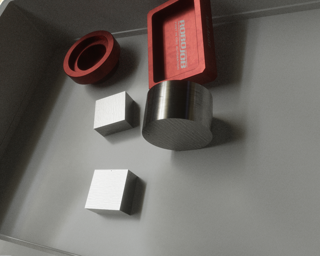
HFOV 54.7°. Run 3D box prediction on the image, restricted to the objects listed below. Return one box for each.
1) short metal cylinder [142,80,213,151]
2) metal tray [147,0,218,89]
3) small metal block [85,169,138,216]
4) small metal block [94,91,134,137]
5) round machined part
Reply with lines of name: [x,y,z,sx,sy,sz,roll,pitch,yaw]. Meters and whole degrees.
short metal cylinder: [0.022,-0.012,0.366,0.080,0.080,0.050,-8,59,24]
metal tray: [0.027,-0.117,0.427,0.090,0.030,0.129,-15,69,35]
small metal block: [-0.060,0.080,0.387,0.050,0.025,0.050,-4,60,25]
small metal block: [-0.067,-0.020,0.451,0.050,0.025,0.050,-15,56,19]
round machined part: [-0.108,-0.112,0.518,0.098,0.042,0.098,-13,56,20]
